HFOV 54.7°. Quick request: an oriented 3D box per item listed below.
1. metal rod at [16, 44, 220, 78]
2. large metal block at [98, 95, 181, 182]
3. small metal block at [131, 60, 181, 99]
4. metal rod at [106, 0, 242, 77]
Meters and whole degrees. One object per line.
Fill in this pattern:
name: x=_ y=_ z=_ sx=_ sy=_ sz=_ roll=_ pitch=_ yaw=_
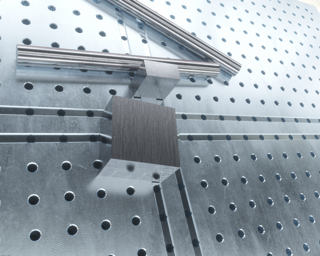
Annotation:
metal rod: x=-0.039 y=-0.092 z=0.444 sx=0.303 sy=0.025 sz=0.025 roll=-2 pitch=63 yaw=-30
large metal block: x=-0.026 y=0.015 z=0.370 sx=0.081 sy=0.050 sz=0.080 roll=11 pitch=57 yaw=-23
small metal block: x=-0.007 y=-0.066 z=0.430 sx=0.050 sy=0.050 sz=0.025 roll=2 pitch=61 yaw=-28
metal rod: x=0.006 y=-0.171 z=0.517 sx=0.301 sy=0.025 sz=0.025 roll=28 pitch=52 yaw=-11
